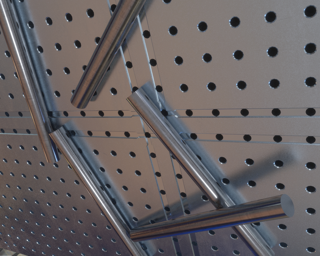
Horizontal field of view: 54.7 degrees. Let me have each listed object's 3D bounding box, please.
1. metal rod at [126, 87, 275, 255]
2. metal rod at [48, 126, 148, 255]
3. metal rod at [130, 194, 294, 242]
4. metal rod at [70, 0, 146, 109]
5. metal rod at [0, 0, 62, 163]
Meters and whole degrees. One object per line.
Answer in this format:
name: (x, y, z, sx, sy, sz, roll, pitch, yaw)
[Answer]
metal rod: (0.059, 0.070, 0.421, 0.025, 0.025, 0.300, -33, 101, 38)
metal rod: (-0.099, 0.128, 0.540, 0.025, 0.025, 0.299, -18, 110, 35)
metal rod: (0.048, 0.137, 0.444, 0.025, 0.025, 0.299, 51, 136, -9)
metal rod: (-0.042, -0.126, 0.353, 0.025, 0.025, 0.298, 40, 129, 0)
metal rod: (-0.199, -0.076, 0.466, 0.025, 0.025, 0.298, 7, 122, 24)
